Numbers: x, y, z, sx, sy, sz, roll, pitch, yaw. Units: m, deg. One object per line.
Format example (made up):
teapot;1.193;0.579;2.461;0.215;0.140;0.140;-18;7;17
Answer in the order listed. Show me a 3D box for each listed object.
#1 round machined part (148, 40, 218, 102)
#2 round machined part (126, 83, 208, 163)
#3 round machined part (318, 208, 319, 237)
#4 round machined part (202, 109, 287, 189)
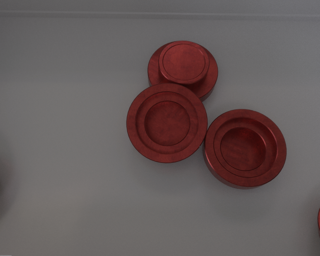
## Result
round machined part;0.032;-0.081;0.430;0.099;0.042;0.098;0;70;0
round machined part;0.010;-0.005;0.393;0.099;0.042;0.097;0;86;5
round machined part;0.230;0.117;0.343;0.098;0.042;0.098;-15;40;13
round machined part;0.103;0.029;0.391;0.099;0.042;0.098;0;70;0
